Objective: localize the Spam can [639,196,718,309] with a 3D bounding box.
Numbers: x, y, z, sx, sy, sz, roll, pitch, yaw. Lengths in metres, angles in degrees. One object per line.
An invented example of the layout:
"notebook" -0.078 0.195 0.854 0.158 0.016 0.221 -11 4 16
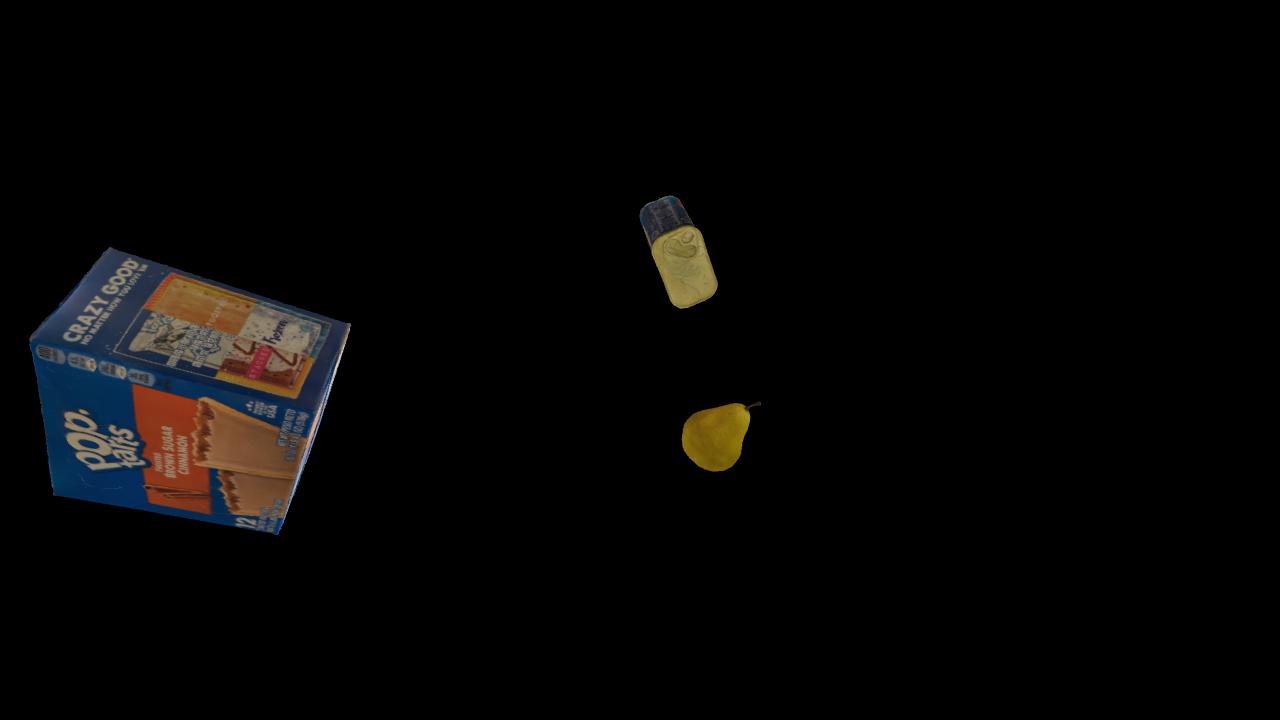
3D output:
"Spam can" 0.042 -0.125 0.705 0.058 0.101 0.085 -22 40 4

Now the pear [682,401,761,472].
"pear" 0.101 0.082 0.760 0.080 0.111 0.080 25 25 -13

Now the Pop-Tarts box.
"Pop-Tarts box" -0.295 0.033 0.416 0.141 0.083 0.167 20 -50 -23
